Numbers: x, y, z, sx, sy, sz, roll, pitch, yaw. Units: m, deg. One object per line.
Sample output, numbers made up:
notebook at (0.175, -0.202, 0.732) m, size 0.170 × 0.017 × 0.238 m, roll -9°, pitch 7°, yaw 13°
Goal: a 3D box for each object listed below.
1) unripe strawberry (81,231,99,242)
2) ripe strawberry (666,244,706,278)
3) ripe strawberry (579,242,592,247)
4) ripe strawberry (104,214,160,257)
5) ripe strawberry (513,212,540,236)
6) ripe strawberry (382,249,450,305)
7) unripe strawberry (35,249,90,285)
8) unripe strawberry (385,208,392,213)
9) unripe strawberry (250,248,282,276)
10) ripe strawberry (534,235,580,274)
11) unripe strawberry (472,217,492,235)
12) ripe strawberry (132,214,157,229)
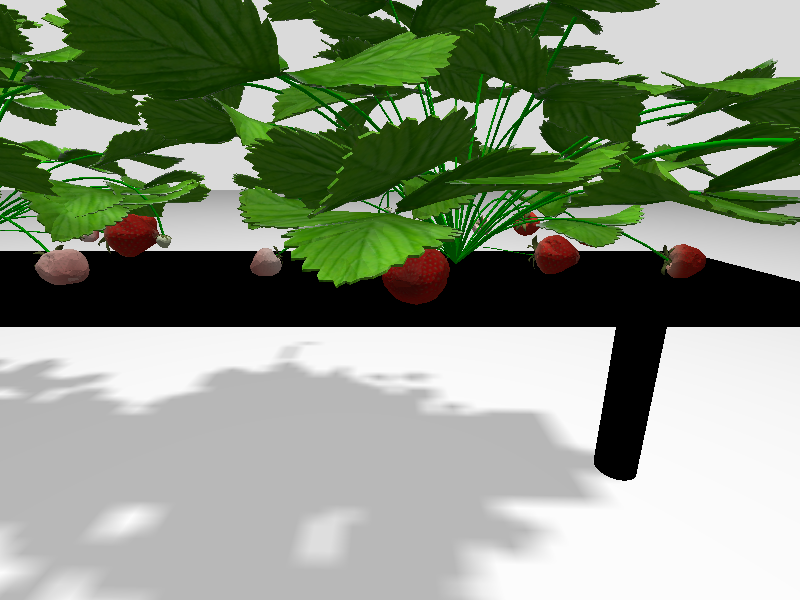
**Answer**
unripe strawberry at (-0.370, -0.080, 0.477) m, size 0.021 × 0.022 × 0.023 m, roll 4°, pitch 17°, yaw 13°
ripe strawberry at (0.211, -0.028, 0.295) m, size 0.024 × 0.026 × 0.022 m, roll 7°, pitch 18°, yaw 19°
ripe strawberry at (0.207, -0.069, 0.437) m, size 0.026 × 0.022 × 0.026 m, roll 42°, pitch -8°, yaw -33°
ripe strawberry at (-0.250, -0.060, 0.375) m, size 0.041 × 0.040 × 0.045 m, roll -2°, pitch 17°, yaw -10°
ripe strawberry at (0.163, -0.097, 0.513) m, size 0.035 × 0.031 × 0.031 m, roll 11°, pitch 1°, yaw 32°
ripe strawberry at (0.008, -0.013, 0.229) m, size 0.039 × 0.035 × 0.036 m, roll 5°, pitch 18°, yaw 17°
unripe strawberry at (-0.228, -0.021, 0.273) m, size 0.026 × 0.025 × 0.028 m, roll 33°, pitch 27°, yaw 14°
unripe strawberry at (-0.019, -0.140, 0.633) m, size 0.011 × 0.011 × 0.011 m, roll -4°, pitch 17°, yaw -12°
unripe strawberry at (-0.103, -0.027, 0.305) m, size 0.022 × 0.022 × 0.021 m, roll -33°, pitch 24°, yaw -7°
ripe strawberry at (0.120, -0.034, 0.305) m, size 0.031 × 0.031 × 0.034 m, roll 12°, pitch 21°, yaw 32°
unripe strawberry at (0.105, -0.094, 0.515) m, size 0.028 × 0.025 × 0.025 m, roll 5°, pitch -1°, yaw 17°
ripe strawberry at (-0.329, -0.098, 0.506) m, size 0.040 × 0.042 × 0.044 m, roll 7°, pitch 5°, yaw 23°
